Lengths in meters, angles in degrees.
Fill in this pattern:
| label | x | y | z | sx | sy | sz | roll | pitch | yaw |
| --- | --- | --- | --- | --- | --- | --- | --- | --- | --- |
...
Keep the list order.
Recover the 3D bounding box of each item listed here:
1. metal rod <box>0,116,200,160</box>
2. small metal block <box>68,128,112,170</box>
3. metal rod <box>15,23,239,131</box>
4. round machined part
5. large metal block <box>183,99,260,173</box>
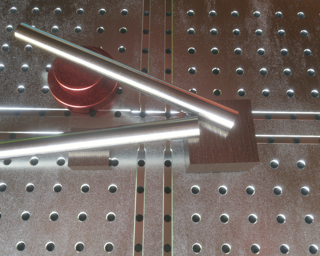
| label | x | y | z | sx | sy | sz | roll | pitch | yaw |
| --- | --- | --- | --- | --- | --- | --- | --- | --- | --- |
| metal rod | -0.104 | 0.016 | 0.375 | 0.301 | 0.025 | 0.025 | -7 | 70 | 8 |
| small metal block | -0.089 | 0.028 | 0.401 | 0.050 | 0.025 | 0.050 | 0 | 70 | -1 |
| metal rod | -0.049 | -0.068 | 0.385 | 0.301 | 0.025 | 0.025 | 24 | 72 | 11 |
| round machined part | -0.106 | -0.074 | 0.428 | 0.099 | 0.042 | 0.098 | 0 | 70 | -1 |
| large metal block | 0.073 | 0.011 | 0.392 | 0.081 | 0.050 | 0.080 | -2 | 70 | -1 |
